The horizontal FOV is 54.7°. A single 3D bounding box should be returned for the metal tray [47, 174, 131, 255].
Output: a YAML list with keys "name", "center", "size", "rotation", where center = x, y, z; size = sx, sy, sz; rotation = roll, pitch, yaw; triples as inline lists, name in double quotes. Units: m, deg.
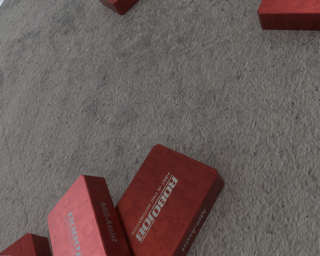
- name: "metal tray"
  center: [-0.081, 0.129, 0.343]
  size: [0.090, 0.030, 0.130]
  rotation: [-48, 48, 23]

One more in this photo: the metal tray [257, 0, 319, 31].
- name: "metal tray"
  center: [0.196, -0.190, 0.415]
  size: [0.090, 0.030, 0.130]
  rotation: [13, 68, 33]

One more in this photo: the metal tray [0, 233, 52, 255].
- name: "metal tray"
  center: [-0.189, 0.203, 0.376]
  size: [0.130, 0.030, 0.090]
  rotation: [-37, 51, 3]

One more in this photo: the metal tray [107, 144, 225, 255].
- name: "metal tray"
  center: [0.001, 0.091, 0.344]
  size: [0.090, 0.030, 0.130]
  rotation: [22, 73, 36]

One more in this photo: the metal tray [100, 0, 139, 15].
- name: "metal tray"
  center: [-0.057, -0.288, 0.607]
  size: [0.130, 0.030, 0.090]
  rotation: [-45, 51, -3]
